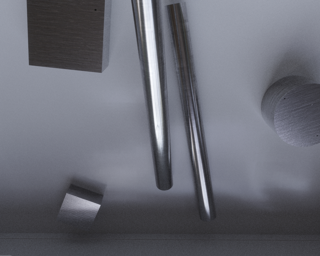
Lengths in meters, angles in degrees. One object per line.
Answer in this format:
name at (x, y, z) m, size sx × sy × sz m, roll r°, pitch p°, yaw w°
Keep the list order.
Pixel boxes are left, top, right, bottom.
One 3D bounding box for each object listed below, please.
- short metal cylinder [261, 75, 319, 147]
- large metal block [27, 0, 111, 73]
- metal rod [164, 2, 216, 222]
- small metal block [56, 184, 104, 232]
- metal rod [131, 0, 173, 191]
short metal cylinder at (0.176, -0.023, 0.392) m, size 0.081 × 0.050 × 0.079 m, roll 0°, pitch 110°, yaw -1°
large metal block at (-0.101, -0.111, 0.355) m, size 0.081 × 0.050 × 0.079 m, roll 6°, pitch 110°, yaw -3°
metal rod at (0.044, -0.006, 0.409) m, size 0.025 × 0.025 × 0.298 m, roll -10°, pitch 110°, yaw 3°
small metal block at (-0.117, 0.117, 0.453) m, size 0.050 × 0.025 × 0.050 m, roll 22°, pitch 108°, yaw -9°
metal rod at (-0.004, -0.026, 0.337) m, size 0.025 × 0.025 × 0.298 m, roll -4°, pitch 135°, yaw 1°
